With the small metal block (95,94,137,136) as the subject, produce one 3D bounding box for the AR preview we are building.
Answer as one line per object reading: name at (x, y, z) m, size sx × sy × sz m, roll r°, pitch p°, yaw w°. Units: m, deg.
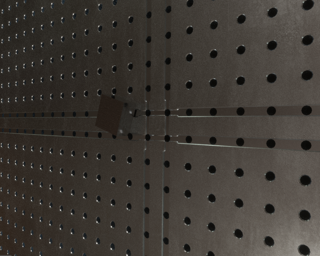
small metal block at (-0.067, -0.020, 0.462) m, size 0.050 × 0.025 × 0.050 m, roll 23°, pitch 104°, yaw 37°
